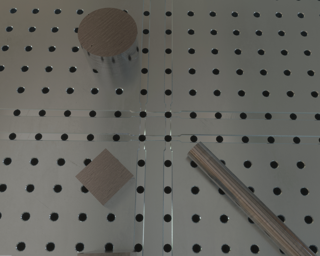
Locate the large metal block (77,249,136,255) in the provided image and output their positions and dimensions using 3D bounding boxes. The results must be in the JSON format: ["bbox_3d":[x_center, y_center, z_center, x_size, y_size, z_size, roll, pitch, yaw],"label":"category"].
[{"bbox_3d":[-0.053,0.170,0.320,0.050,0.080,0.080,-1,70,-1],"label":"large metal block"}]

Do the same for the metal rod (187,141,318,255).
[{"bbox_3d":[0.146,0.130,0.366,0.025,0.025,0.300,-41,75,-14],"label":"metal rod"}]

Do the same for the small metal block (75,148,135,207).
[{"bbox_3d":[-0.068,0.063,0.388,0.050,0.025,0.050,42,75,13],"label":"small metal block"}]

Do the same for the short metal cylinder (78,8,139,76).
[{"bbox_3d":[-0.071,-0.122,0.442,0.081,0.050,0.080,0,70,0],"label":"short metal cylinder"}]
